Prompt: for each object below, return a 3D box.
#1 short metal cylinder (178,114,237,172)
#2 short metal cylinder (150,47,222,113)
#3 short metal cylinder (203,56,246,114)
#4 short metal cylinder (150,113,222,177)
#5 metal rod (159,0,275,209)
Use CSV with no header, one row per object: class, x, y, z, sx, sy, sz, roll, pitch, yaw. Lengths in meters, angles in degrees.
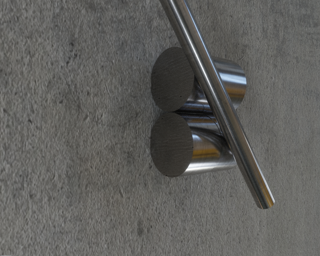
short metal cylinder,0.070,0.021,0.430,0.050,0.080,0.080,1,90,-40
short metal cylinder,0.032,-0.059,0.398,0.050,0.080,0.080,1,90,-40
short metal cylinder,0.071,-0.059,0.430,0.050,0.080,0.080,1,90,-40
short metal cylinder,0.031,0.021,0.397,0.050,0.080,0.080,1,90,-40
metal rod,0.076,-0.018,0.366,0.025,0.025,0.299,-44,117,-31
